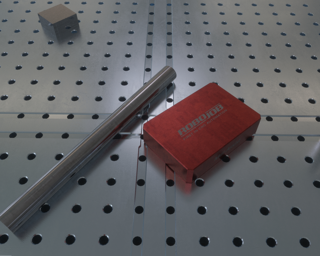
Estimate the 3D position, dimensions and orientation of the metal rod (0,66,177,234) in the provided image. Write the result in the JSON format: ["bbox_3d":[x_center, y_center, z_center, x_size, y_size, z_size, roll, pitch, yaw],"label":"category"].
[{"bbox_3d":[-0.073,0.008,0.400,0.025,0.025,0.301,29,56,22],"label":"metal rod"}]

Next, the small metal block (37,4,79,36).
[{"bbox_3d":[-0.188,-0.202,0.576,0.050,0.025,0.050,-37,59,-27],"label":"small metal block"}]

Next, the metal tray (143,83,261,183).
[{"bbox_3d":[0.055,0.000,0.405,0.131,0.030,0.090,-33,58,-25],"label":"metal tray"}]
